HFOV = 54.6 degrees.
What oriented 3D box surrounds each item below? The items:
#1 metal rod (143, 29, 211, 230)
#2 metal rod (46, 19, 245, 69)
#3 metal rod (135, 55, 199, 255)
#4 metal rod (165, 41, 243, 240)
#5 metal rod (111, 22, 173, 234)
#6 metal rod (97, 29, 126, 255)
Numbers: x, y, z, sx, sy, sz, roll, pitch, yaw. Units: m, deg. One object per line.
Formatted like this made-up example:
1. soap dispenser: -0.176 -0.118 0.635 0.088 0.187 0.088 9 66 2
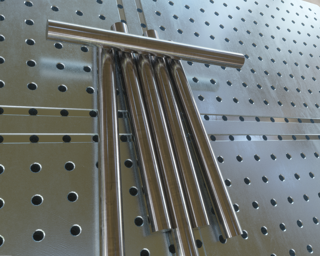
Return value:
1. metal rod: 0.016 -0.015 0.427 0.025 0.025 0.299 1 61 -28
2. metal rod: -0.002 -0.115 0.444 0.302 0.025 0.025 2 61 -27
3. metal rod: 0.005 0.031 0.391 0.025 0.025 0.299 1 62 -28
4. metal rod: 0.050 0.000 0.435 0.025 0.025 0.299 -2 63 -29
5. metal rod: -0.030 -0.018 0.403 0.025 0.025 0.299 1 61 -28
6. metal rod: -0.062 -0.002 0.374 0.025 0.025 0.299 7 59 -25
